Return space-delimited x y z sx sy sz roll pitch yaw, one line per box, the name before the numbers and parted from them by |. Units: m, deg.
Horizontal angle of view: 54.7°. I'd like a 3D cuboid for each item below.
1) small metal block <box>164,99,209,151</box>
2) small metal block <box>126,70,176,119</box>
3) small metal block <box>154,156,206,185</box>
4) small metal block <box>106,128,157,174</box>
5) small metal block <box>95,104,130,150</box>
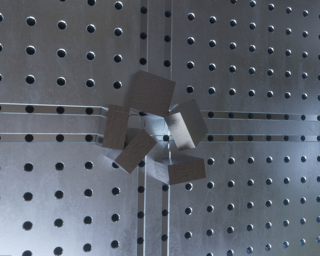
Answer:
small metal block | 0.036 -0.005 0.413 0.050 0.025 0.050 -41 111 -53
small metal block | -0.012 -0.043 0.409 0.050 0.025 0.050 16 84 -20
small metal block | 0.025 0.054 0.410 0.050 0.050 0.025 -8 93 -20
small metal block | -0.036 0.027 0.387 0.025 0.050 0.050 45 76 -15
small metal block | -0.059 -0.001 0.378 0.025 0.050 0.050 10 87 -20
